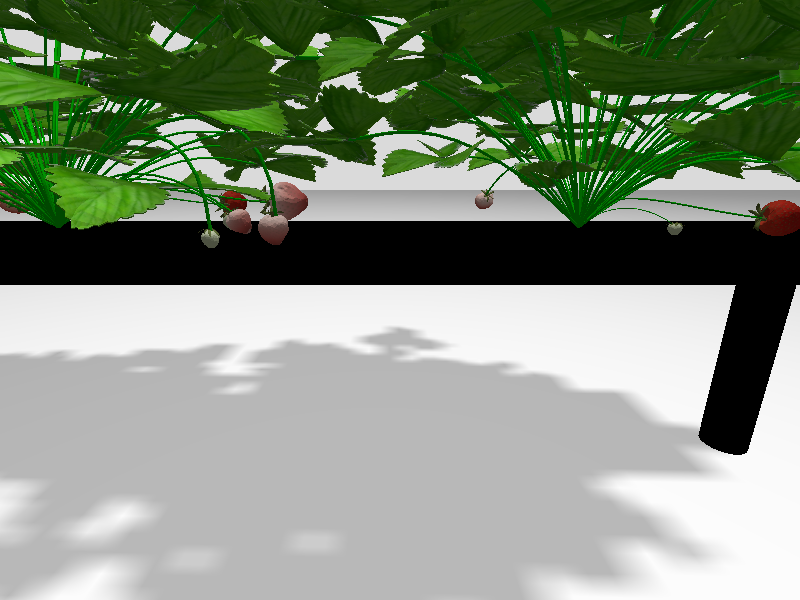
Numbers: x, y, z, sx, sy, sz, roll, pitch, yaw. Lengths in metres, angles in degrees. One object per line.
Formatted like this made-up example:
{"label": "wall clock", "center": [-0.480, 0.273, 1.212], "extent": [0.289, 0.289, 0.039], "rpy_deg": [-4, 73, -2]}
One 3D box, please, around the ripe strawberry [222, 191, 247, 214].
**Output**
{"label": "ripe strawberry", "center": [-0.184, -0.108, 0.447], "extent": [0.027, 0.028, 0.024], "rpy_deg": [-15, 22, -42]}

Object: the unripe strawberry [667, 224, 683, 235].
{"label": "unripe strawberry", "center": [0.215, -0.055, 0.313], "extent": [0.010, 0.010, 0.009], "rpy_deg": [9, 19, 28]}

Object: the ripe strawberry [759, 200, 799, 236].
{"label": "ripe strawberry", "center": [0.288, -0.061, 0.300], "extent": [0.027, 0.026, 0.025], "rpy_deg": [6, 18, 18]}

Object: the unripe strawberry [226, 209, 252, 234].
{"label": "unripe strawberry", "center": [-0.123, -0.060, 0.309], "extent": [0.019, 0.019, 0.018], "rpy_deg": [-42, 4, 20]}

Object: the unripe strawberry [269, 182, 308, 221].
{"label": "unripe strawberry", "center": [-0.109, -0.096, 0.392], "extent": [0.038, 0.037, 0.042], "rpy_deg": [-4, 17, -16]}

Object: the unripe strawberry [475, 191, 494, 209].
{"label": "unripe strawberry", "center": [0.116, -0.137, 0.554], "extent": [0.026, 0.023, 0.026], "rpy_deg": [-3, -24, -10]}

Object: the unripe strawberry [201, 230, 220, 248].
{"label": "unripe strawberry", "center": [-0.115, -0.037, 0.244], "extent": [0.010, 0.011, 0.011], "rpy_deg": [10, 19, 29]}

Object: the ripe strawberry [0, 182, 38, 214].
{"label": "ripe strawberry", "center": [-0.463, -0.123, 0.482], "extent": [0.038, 0.037, 0.041], "rpy_deg": [13, 21, 39]}

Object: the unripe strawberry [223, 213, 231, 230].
{"label": "unripe strawberry", "center": [-0.139, -0.065, 0.332], "extent": [0.013, 0.015, 0.015], "rpy_deg": [-14, 15, 9]}

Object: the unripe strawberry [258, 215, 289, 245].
{"label": "unripe strawberry", "center": [-0.083, -0.046, 0.263], "extent": [0.019, 0.020, 0.018], "rpy_deg": [7, 18, 21]}
